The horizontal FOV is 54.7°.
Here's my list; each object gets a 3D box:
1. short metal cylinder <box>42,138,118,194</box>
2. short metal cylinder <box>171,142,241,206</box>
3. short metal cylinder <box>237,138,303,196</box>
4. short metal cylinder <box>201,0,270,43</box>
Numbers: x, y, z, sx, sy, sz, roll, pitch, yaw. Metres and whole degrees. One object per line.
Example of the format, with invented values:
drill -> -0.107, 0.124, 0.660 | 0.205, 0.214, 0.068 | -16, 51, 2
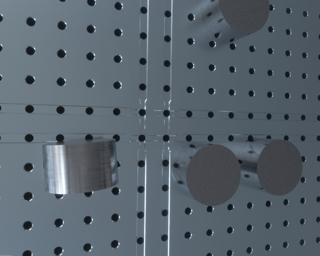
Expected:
short metal cylinder -> -0.089, 0.040, 0.351 | 0.081, 0.080, 0.050 | -4, 92, -20
short metal cylinder -> 0.062, 0.061, 0.424 | 0.081, 0.050, 0.079 | 0, 90, -21
short metal cylinder -> 0.162, 0.056, 0.461 | 0.081, 0.050, 0.079 | 0, 90, -20
short metal cylinder -> 0.106, -0.167, 0.440 | 0.081, 0.050, 0.079 | 0, 90, -21
